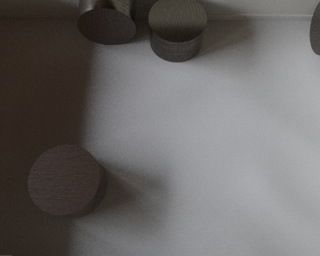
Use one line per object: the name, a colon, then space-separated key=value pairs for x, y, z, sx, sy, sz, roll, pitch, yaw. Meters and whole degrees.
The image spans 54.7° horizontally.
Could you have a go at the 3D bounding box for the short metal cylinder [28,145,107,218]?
short metal cylinder: x=-0.108 y=0.065 z=0.372 sx=0.081 sy=0.050 sz=0.080 roll=0 pitch=70 yaw=0

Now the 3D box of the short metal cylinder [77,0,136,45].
short metal cylinder: x=-0.074 y=-0.162 z=0.439 sx=0.081 sy=0.080 sz=0.050 roll=-1 pitch=70 yaw=0

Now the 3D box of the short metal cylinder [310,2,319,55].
short metal cylinder: x=0.254 y=-0.143 z=0.434 sx=0.050 sy=0.080 sz=0.080 roll=0 pitch=70 yaw=0

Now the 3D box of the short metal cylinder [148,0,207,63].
short metal cylinder: x=0.024 y=-0.143 z=0.449 sx=0.081 sy=0.050 sz=0.080 roll=0 pitch=70 yaw=0
